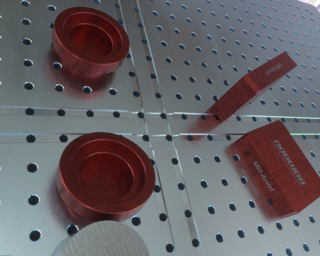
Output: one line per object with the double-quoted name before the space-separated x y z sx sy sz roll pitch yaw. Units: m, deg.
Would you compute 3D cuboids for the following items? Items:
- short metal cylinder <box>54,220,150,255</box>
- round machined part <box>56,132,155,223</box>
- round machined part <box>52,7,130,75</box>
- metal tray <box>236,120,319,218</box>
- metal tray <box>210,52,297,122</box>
"short metal cylinder" -0.055 0.128 0.280 0.081 0.050 0.080 11 64 -23
"round machined part" -0.058 0.054 0.325 0.099 0.042 0.098 16 43 -15
"round machined part" -0.094 -0.111 0.415 0.099 0.042 0.098 14 56 -21
"metal tray" 0.184 0.058 0.472 0.091 0.030 0.130 -18 71 -35
"metal tray" 0.148 -0.065 0.488 0.131 0.090 0.030 -31 79 -38
